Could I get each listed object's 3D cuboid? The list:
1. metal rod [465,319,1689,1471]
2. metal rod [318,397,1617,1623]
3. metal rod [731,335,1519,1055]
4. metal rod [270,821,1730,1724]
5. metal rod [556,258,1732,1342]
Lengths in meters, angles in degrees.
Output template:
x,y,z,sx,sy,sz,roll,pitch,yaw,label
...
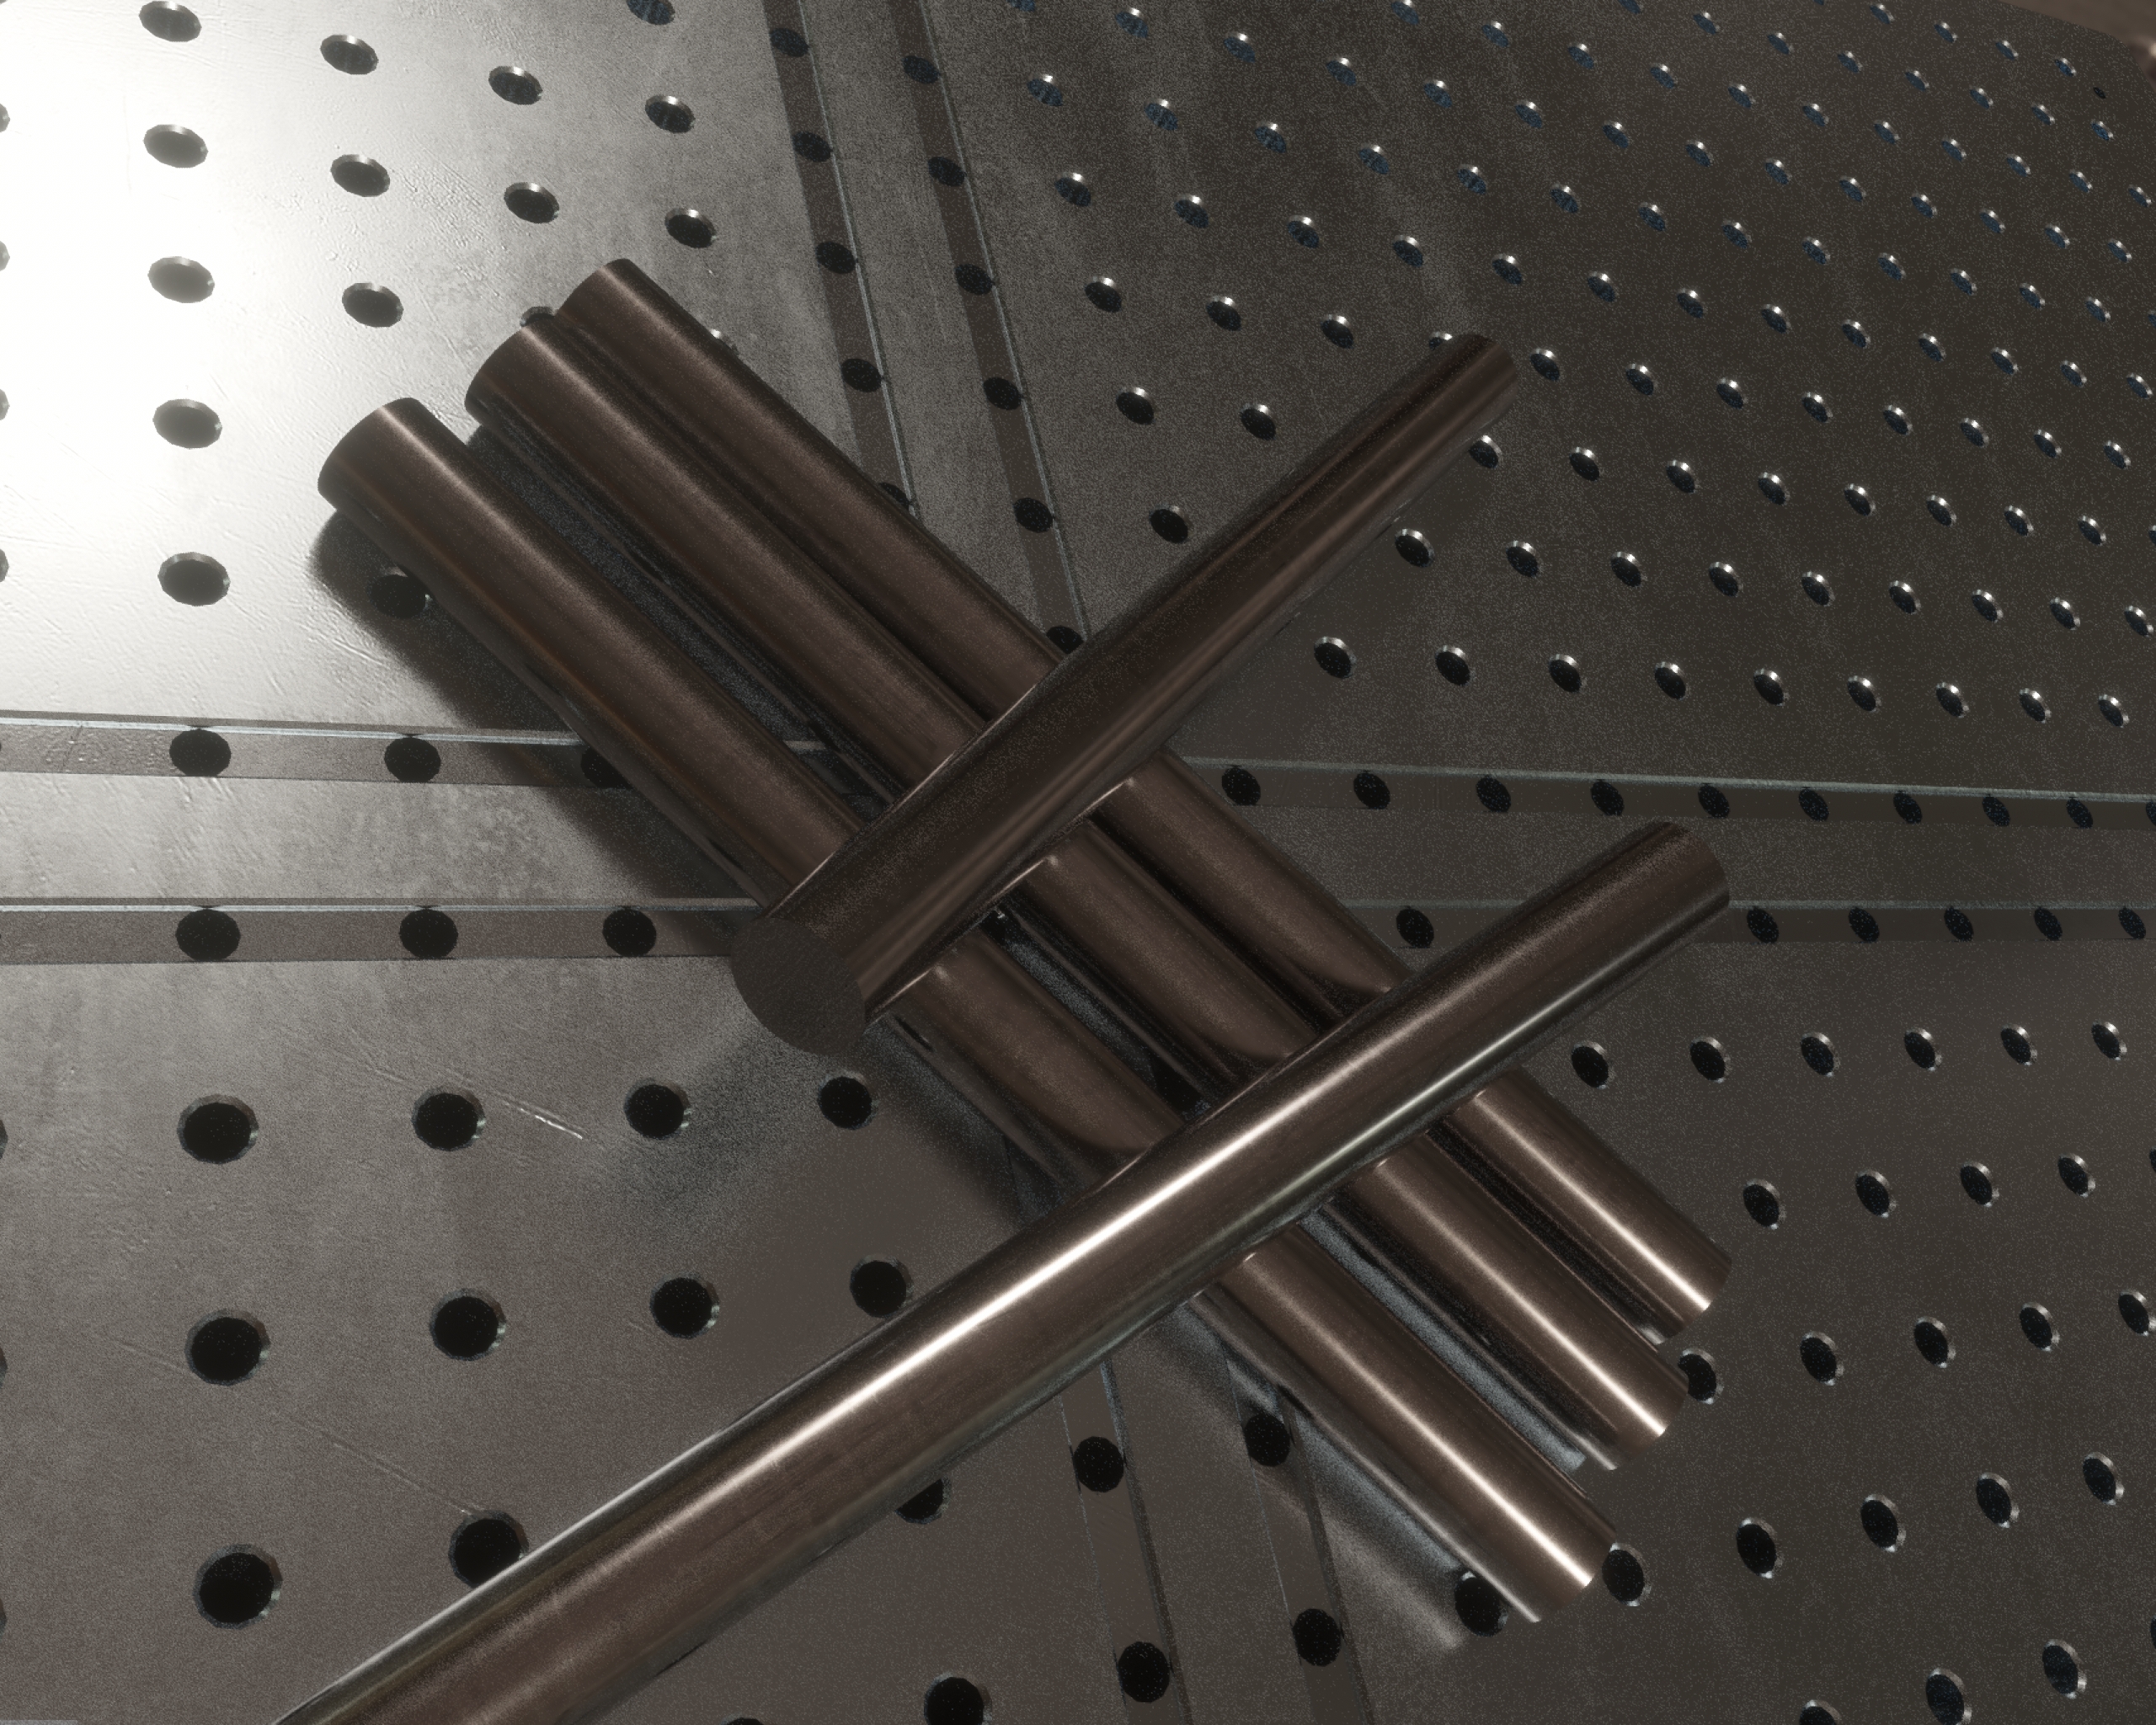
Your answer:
x,y,z,sx,sy,sz,roll,pitch,yaw,label
-0.001,0.005,0.405,0.300,0.025,0.025,43,51,1,metal rod
-0.021,0.026,0.382,0.300,0.025,0.025,43,51,1,metal rod
0.030,-0.053,0.432,0.025,0.025,0.302,44,43,1,metal rod
0.005,0.067,0.345,0.302,0.025,0.025,-29,78,-29,metal rod
0.012,-0.012,0.424,0.300,0.025,0.025,42,51,0,metal rod
